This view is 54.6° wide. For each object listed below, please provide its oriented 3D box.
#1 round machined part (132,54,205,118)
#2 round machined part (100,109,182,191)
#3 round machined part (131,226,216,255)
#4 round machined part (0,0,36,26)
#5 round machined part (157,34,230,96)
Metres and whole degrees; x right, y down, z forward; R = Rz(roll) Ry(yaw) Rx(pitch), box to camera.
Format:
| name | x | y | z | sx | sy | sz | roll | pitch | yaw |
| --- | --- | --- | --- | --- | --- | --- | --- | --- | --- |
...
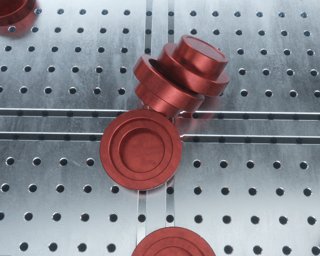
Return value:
| name | x | y | z | sx | sy | sz | roll | pitch | yaw |
| --- | --- | --- | --- | --- | --- | --- | --- | --- | --- |
| round machined part | 0.006 | -0.050 | 0.402 | 0.098 | 0.098 | 0.042 | 41 | 111 | 13 |
| round machined part | -0.022 | 0.029 | 0.388 | 0.098 | 0.042 | 0.098 | -1 | 77 | 3 |
| round machined part | 0.015 | 0.161 | 0.344 | 0.099 | 0.042 | 0.098 | 0 | 70 | 0 |
| round machined part | -0.249 | -0.210 | 0.478 | 0.099 | 0.042 | 0.098 | 0 | 70 | 0 |
| round machined part | 0.049 | -0.087 | 0.406 | 0.098 | 0.042 | 0.098 | 22 | 30 | -13 |
